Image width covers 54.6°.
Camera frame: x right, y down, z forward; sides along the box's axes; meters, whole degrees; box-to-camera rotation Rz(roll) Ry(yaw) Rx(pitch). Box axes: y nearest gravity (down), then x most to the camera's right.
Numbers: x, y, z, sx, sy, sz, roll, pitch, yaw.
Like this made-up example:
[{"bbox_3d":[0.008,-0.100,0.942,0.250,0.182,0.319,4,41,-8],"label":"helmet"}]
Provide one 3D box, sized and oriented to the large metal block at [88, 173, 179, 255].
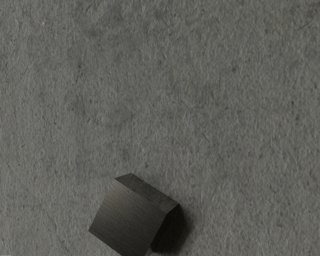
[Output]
[{"bbox_3d":[-0.034,0.117,0.408,0.080,0.050,0.080,29,100,17],"label":"large metal block"}]
